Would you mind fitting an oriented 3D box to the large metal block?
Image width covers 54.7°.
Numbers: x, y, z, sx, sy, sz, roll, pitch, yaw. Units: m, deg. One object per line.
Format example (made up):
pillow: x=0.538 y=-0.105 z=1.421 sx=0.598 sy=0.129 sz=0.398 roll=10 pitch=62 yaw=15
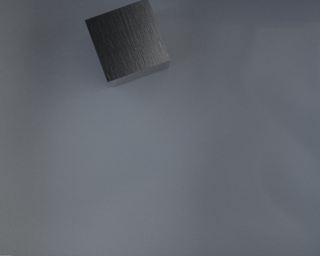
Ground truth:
large metal block: x=-0.039 y=-0.106 z=0.398 sx=0.080 sy=0.050 sz=0.080 roll=-20 pitch=90 yaw=-1
